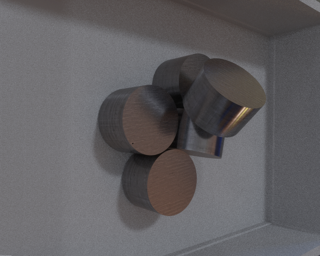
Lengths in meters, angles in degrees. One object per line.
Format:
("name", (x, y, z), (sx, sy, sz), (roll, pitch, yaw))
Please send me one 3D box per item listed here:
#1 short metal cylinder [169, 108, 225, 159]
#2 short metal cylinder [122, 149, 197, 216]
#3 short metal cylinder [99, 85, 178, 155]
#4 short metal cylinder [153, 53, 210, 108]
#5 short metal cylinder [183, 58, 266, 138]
("short metal cylinder", (0.045, 0.009, 0.409), (0.081, 0.080, 0.050), (17, 79, -39))
("short metal cylinder", (0.000, 0.065, 0.390), (0.081, 0.050, 0.079), (0, 90, -40))
("short metal cylinder", (-0.025, -0.009, 0.369), (0.081, 0.050, 0.079), (0, 90, -40))
("short metal cylinder", (0.038, -0.057, 0.422), (0.081, 0.050, 0.079), (0, 90, -40))
("short metal cylinder", (0.074, -0.036, 0.361), (0.081, 0.050, 0.080), (17, 44, -17))
